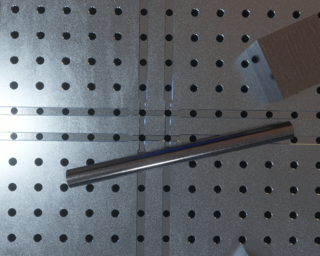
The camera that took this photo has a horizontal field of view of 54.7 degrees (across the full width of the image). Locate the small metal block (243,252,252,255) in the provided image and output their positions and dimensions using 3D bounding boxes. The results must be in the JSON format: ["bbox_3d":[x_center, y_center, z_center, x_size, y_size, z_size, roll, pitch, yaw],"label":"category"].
[{"bbox_3d":[0.125,0.205,0.415,0.050,0.025,0.050,34,90,-1],"label":"small metal block"}]

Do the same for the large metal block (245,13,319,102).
[{"bbox_3d":[0.171,-0.088,0.403,0.080,0.050,0.080,-24,90,-1],"label":"large metal block"}]

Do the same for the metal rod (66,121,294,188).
[{"bbox_3d":[0.027,0.035,0.413,0.302,0.025,0.025,-12,90,-1],"label":"metal rod"}]
